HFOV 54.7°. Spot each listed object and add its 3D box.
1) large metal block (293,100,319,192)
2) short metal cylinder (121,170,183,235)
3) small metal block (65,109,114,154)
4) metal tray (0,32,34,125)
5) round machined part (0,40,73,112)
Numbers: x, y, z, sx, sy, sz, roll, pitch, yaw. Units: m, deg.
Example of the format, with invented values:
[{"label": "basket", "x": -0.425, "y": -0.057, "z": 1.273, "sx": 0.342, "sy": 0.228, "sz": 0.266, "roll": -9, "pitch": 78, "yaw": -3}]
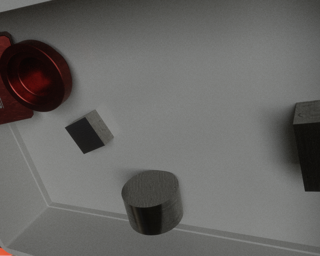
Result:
[{"label": "large metal block", "x": 0.183, "y": 0.016, "z": 0.306, "sx": 0.080, "sy": 0.050, "sz": 0.080, "roll": -6, "pitch": 116, "yaw": 30}, {"label": "short metal cylinder", "x": -0.010, "y": 0.104, "z": 0.441, "sx": 0.080, "sy": 0.080, "sz": 0.050, "roll": 4, "pitch": 120, "yaw": 26}, {"label": "small metal block", "x": -0.106, "y": 0.006, "z": 0.467, "sx": 0.050, "sy": 0.025, "sz": 0.050, "roll": -22, "pitch": 107, "yaw": 36}, {"label": "metal tray", "x": -0.250, "y": -0.068, "z": 0.456, "sx": 0.091, "sy": 0.030, "sz": 0.129, "roll": -14, "pitch": 121, "yaw": -16}, {"label": "round machined part", "x": -0.166, "y": -0.075, "z": 0.431, "sx": 0.098, "sy": 0.042, "sz": 0.097, "roll": 8, "pitch": 122, "yaw": 14}]
